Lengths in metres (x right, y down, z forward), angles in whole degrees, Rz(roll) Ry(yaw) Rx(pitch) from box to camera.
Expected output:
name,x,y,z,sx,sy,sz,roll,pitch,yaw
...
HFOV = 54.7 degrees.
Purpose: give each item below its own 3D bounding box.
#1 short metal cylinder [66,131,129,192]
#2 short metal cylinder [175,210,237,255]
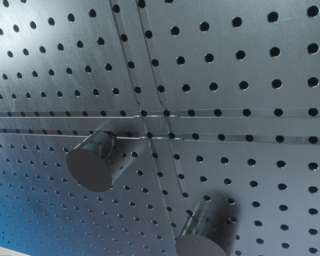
name,x,y,z,sx,sy,sz,roll,pitch,yaw
short metal cylinder,-0.095,0.052,0.477,0.080,0.050,0.079,13,124,21
short metal cylinder,0.070,0.171,0.464,0.080,0.050,0.079,13,124,21
